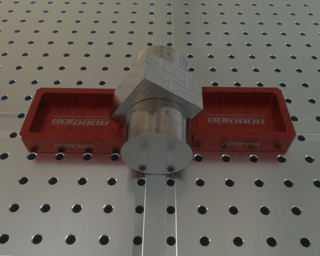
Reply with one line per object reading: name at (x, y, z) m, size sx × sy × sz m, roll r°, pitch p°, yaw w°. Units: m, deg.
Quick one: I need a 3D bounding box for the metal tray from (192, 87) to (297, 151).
metal tray at (0.103, -0.014, 0.416) m, size 0.131 × 0.030 × 0.090 m, roll 1°, pitch 50°, yaw 0°

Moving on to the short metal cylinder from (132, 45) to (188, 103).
short metal cylinder at (0.000, -0.065, 0.426) m, size 0.080 × 0.080 × 0.050 m, roll 1°, pitch 50°, yaw 1°

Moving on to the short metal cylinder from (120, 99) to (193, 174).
short metal cylinder at (-0.003, 0.012, 0.361) m, size 0.080 × 0.080 × 0.050 m, roll 1°, pitch 50°, yaw 1°

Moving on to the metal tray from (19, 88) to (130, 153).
metal tray at (-0.106, -0.012, 0.413) m, size 0.131 × 0.030 × 0.090 m, roll 1°, pitch 50°, yaw 0°

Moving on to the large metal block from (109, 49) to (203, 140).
large metal block at (-0.005, -0.036, 0.383) m, size 0.080 × 0.080 × 0.050 m, roll 25°, pitch 45°, yaw -24°
